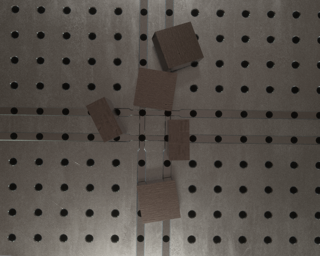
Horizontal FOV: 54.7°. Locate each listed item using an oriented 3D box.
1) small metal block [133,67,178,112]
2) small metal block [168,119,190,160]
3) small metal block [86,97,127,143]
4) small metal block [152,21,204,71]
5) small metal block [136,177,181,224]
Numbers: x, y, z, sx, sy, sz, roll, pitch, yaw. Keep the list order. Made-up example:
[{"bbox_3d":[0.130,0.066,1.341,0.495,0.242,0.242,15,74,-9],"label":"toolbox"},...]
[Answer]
[{"bbox_3d":[-0.006,-0.050,0.413,0.050,0.025,0.050,9,90,-1],"label":"small metal block"},{"bbox_3d":[0.023,0.014,0.401,0.025,0.050,0.050,-1,90,0],"label":"small metal block"},{"bbox_3d":[-0.068,-0.010,0.400,0.025,0.050,0.050,-27,90,0],"label":"small metal block"},{"bbox_3d":[0.023,-0.106,0.409,0.050,0.025,0.050,-20,90,-12],"label":"small metal block"},{"bbox_3d":[-0.002,0.096,0.413,0.050,0.025,0.050,-9,90,-1],"label":"small metal block"}]
